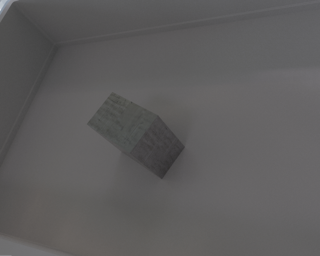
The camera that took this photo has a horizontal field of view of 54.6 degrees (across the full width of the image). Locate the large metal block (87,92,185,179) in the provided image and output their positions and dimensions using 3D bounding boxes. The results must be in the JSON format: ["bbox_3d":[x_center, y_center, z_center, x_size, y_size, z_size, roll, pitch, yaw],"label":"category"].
[{"bbox_3d":[-0.028,0.010,0.380,0.080,0.080,0.050,29,78,37],"label":"large metal block"}]
